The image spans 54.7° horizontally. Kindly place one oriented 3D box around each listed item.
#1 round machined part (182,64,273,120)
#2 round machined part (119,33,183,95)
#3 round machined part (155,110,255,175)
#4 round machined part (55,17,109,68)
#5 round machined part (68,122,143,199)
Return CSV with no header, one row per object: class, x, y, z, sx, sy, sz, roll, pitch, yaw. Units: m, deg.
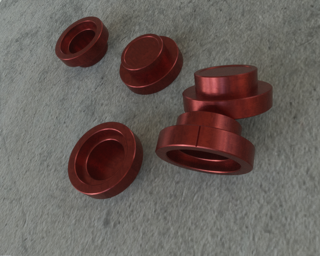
round machined part,0.074,-0.045,0.347,0.099,0.042,0.098,-6,20,2
round machined part,-0.019,-0.102,0.464,0.098,0.042,0.098,-13,56,20
round machined part,0.048,0.015,0.320,0.098,0.098,0.042,2,68,28
round machined part,-0.133,-0.147,0.550,0.098,0.042,0.098,-13,56,20
round machined part,-0.065,0.044,0.398,0.098,0.042,0.098,-13,56,20
